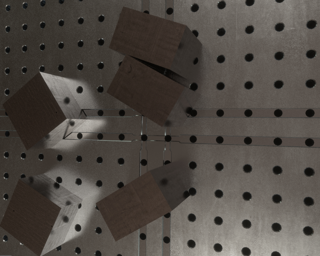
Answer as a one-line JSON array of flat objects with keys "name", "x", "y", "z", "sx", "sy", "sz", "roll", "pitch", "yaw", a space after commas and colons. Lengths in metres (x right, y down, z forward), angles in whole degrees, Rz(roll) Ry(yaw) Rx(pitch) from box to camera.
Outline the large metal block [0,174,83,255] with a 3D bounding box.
[{"name": "large metal block", "x": -0.176, "y": 0.126, "z": 0.459, "sx": 0.080, "sy": 0.050, "sz": 0.080, "roll": 28, "pitch": 99, "yaw": 17}]

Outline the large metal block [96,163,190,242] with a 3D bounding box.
[{"name": "large metal block", "x": -0.018, "y": 0.089, "z": 0.389, "sx": 0.080, "sy": 0.080, "sz": 0.050, "roll": -33, "pitch": 80, "yaw": 17}]

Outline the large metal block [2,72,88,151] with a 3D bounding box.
[{"name": "large metal block", "x": -0.169, "y": -0.023, "z": 0.457, "sx": 0.080, "sy": 0.050, "sz": 0.080, "roll": -36, "pitch": 79, "yaw": 16}]

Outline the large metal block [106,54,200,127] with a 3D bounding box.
[{"name": "large metal block", "x": -0.004, "y": -0.043, "z": 0.384, "sx": 0.080, "sy": 0.080, "sz": 0.050, "roll": 32, "pitch": 101, "yaw": 17}]

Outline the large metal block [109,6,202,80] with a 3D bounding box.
[{"name": "large metal block", "x": -0.002, "y": -0.102, "z": 0.383, "sx": 0.080, "sy": 0.080, "sz": 0.050, "roll": 23, "pitch": 98, "yaw": 18}]
